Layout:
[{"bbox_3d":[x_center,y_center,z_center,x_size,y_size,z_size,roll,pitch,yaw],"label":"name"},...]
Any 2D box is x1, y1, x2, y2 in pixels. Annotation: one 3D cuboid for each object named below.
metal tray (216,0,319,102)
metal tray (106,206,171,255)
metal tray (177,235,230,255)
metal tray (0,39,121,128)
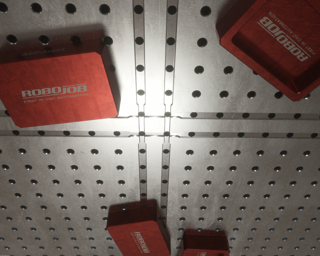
[{"bbox_3d":[0.137,-0.095,0.329,0.131,0.030,0.090,30,124,-24],"label":"metal tray"},{"bbox_3d":[-0.036,0.201,0.580,0.090,0.030,0.129,-10,130,8],"label":"metal tray"},{"bbox_3d":[0.083,0.271,0.640,0.091,0.030,0.129,5,130,-5],"label":"metal tray"},{"bbox_3d":[-0.120,-0.049,0.365,0.131,0.030,0.089,-6,130,4],"label":"metal tray"}]
